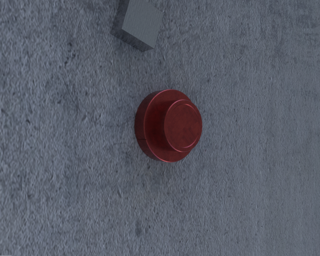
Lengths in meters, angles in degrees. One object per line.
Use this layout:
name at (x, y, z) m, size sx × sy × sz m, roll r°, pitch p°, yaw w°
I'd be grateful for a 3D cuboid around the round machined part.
round machined part at (0.018, -0.003, 0.411) m, size 0.099 × 0.042 × 0.097 m, roll 0°, pitch 90°, yaw -40°

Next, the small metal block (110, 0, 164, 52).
small metal block at (-0.028, -0.130, 0.383) m, size 0.050 × 0.025 × 0.050 m, roll 22°, pitch 76°, yaw -38°
